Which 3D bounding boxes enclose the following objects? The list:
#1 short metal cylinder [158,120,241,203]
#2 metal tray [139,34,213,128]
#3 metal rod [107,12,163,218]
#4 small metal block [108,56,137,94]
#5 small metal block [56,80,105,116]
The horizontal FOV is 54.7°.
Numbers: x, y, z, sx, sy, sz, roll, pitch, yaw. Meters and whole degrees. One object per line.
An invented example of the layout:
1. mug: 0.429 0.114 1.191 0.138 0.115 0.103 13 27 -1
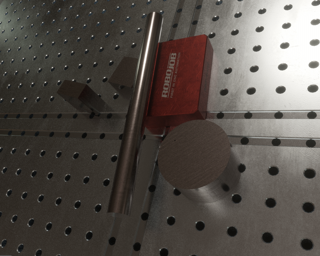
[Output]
1. short metal cylinder: 0.045 0.038 0.345 0.080 0.050 0.080 -13 56 20
2. metal tray: 0.022 -0.066 0.433 0.090 0.030 0.130 -3 60 26
3. metal rod: -0.026 -0.037 0.403 0.025 0.025 0.299 -6 59 25
4. small metal block: -0.044 -0.080 0.479 0.050 0.025 0.050 19 71 35
5. small metal block: -0.123 -0.048 0.484 0.050 0.050 0.025 16 70 34
